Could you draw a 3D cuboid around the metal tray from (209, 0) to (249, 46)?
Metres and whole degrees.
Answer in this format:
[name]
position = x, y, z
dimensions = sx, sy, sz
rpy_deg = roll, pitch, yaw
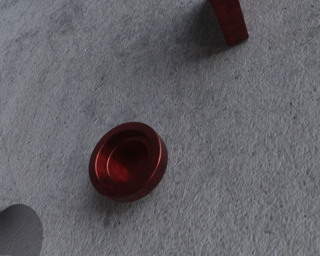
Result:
[metal tray]
position = 0.083, -0.190, 0.434
dimensions = 0.030, 0.090, 0.130
rpy_deg = -21, 54, 15

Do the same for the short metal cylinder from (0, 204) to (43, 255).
[short metal cylinder]
position = -0.194, 0.138, 0.384
dimensions = 0.050, 0.080, 0.080
rpy_deg = -13, 56, 21

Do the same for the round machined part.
[round machined part]
position = -0.035, 0.044, 0.383
dimensions = 0.098, 0.042, 0.098
rpy_deg = -13, 56, 20
